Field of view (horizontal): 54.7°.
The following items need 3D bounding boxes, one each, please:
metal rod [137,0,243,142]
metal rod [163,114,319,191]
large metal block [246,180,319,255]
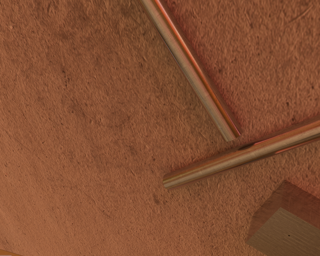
[{"bbox_3d":[0.005,-0.113,0.333,0.025,0.025,0.299,-24,106,36],"label":"metal rod"},{"bbox_3d":[0.119,0.023,0.357,0.299,0.025,0.025,-27,104,37],"label":"metal rod"},{"bbox_3d":[0.166,0.124,0.380,0.080,0.050,0.079,30,128,8],"label":"large metal block"}]
